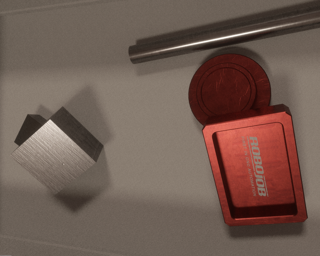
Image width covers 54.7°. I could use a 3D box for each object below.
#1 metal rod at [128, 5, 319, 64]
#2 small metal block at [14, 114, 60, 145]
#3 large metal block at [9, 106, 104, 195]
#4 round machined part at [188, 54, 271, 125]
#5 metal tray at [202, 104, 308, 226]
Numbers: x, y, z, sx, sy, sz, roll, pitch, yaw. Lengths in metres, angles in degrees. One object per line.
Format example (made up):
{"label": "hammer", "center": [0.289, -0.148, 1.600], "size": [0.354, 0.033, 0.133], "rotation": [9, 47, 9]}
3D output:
{"label": "metal rod", "center": [0.104, -0.116, 0.373], "size": [0.301, 0.025, 0.025], "rotation": [-7, 88, 19]}
{"label": "small metal block", "center": [-0.187, 0.013, 0.475], "size": [0.050, 0.025, 0.050], "rotation": [33, 100, 16]}
{"label": "large metal block", "center": [-0.140, 0.031, 0.428], "size": [0.080, 0.050, 0.080], "rotation": [-38, 107, 16]}
{"label": "round machined part", "center": [0.082, -0.041, 0.372], "size": [0.098, 0.042, 0.097], "rotation": [0, 90, 19]}
{"label": "metal tray", "center": [0.106, 0.045, 0.347], "size": [0.090, 0.030, 0.129], "rotation": [-10, 107, 19]}
